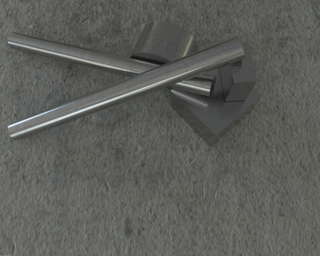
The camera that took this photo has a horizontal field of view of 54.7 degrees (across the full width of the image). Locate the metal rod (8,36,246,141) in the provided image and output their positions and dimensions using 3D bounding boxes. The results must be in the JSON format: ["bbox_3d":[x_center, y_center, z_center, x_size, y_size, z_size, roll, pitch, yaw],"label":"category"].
[{"bbox_3d":[-0.051,-0.041,0.367,0.301,0.025,0.025,-18,70,15],"label":"metal rod"}]

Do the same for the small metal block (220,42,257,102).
[{"bbox_3d":[0.090,-0.065,0.365,0.025,0.050,0.050,-4,70,-1],"label":"small metal block"}]

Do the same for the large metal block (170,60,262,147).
[{"bbox_3d":[0.070,-0.035,0.408,0.080,0.050,0.080,-40,75,-12],"label":"large metal block"}]

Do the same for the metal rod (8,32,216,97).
[{"bbox_3d":[-0.076,-0.089,0.410,0.301,0.025,0.025,16,70,17],"label":"metal rod"}]

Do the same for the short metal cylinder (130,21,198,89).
[{"bbox_3d":[0.005,-0.096,0.417,0.080,0.080,0.050,20,71,6],"label":"short metal cylinder"}]
